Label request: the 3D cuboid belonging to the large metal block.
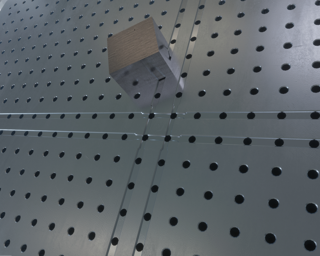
[{"bbox_3d":[-0.032,-0.112,0.479,0.080,0.050,0.080,-21,54,16],"label":"large metal block"}]
